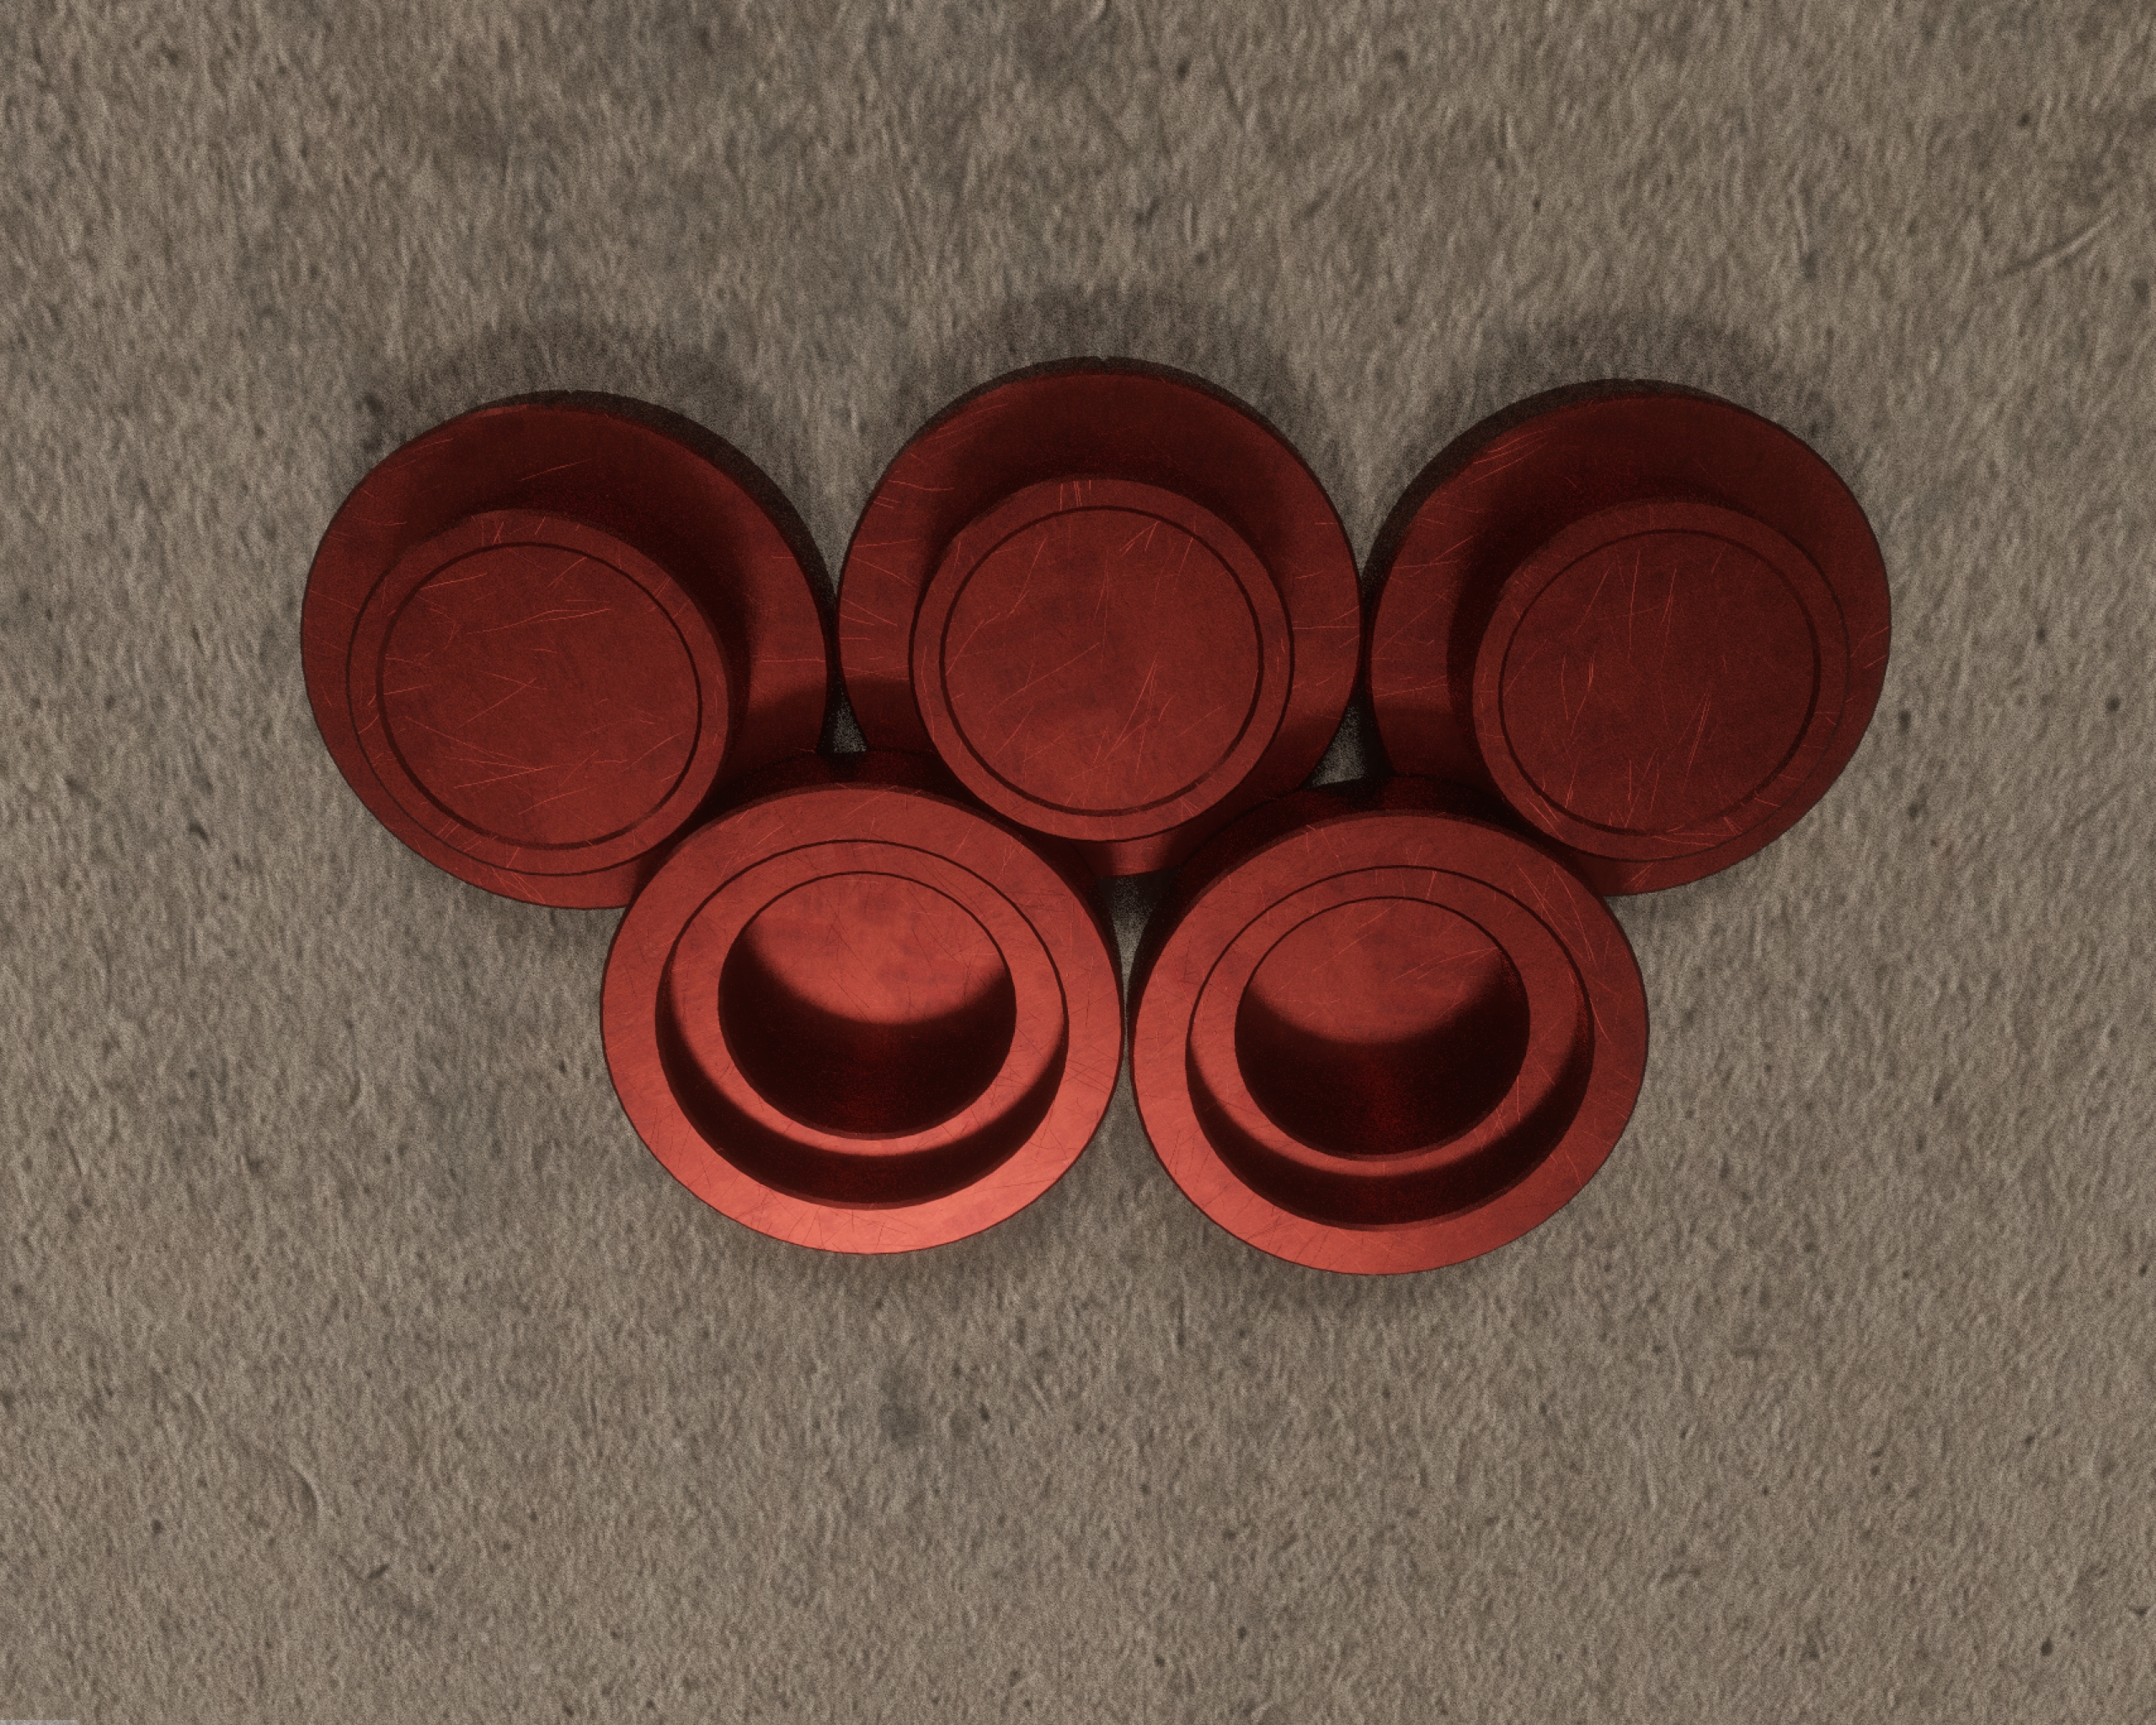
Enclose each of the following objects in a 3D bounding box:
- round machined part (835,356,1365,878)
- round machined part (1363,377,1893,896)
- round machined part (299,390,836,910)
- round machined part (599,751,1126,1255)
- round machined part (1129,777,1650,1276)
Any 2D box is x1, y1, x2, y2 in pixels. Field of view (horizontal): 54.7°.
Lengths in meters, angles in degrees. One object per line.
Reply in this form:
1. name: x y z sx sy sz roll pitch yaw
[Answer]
1. round machined part: 0.004 -0.042 0.387 0.099 0.042 0.097 0 110 -1
2. round machined part: 0.103 -0.039 0.389 0.099 0.042 0.097 0 110 -1
3. round machined part: -0.095 -0.036 0.387 0.099 0.042 0.097 0 110 -1
4. round machined part: -0.040 0.024 0.410 0.099 0.042 0.097 0 110 -1
5. round machined part: 0.059 0.029 0.413 0.099 0.042 0.097 0 110 -1
